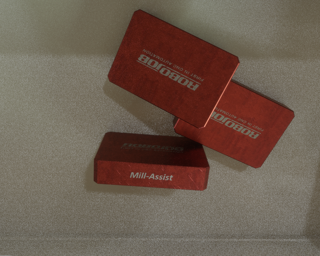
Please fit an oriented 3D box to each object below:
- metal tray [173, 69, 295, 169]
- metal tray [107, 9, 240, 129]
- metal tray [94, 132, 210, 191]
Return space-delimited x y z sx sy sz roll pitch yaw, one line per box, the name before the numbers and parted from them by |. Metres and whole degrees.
metal tray | 0.094 -0.012 0.406 0.131 0.030 0.089 24 108 -9
metal tray | 0.015 -0.068 0.363 0.130 0.030 0.089 29 107 8
metal tray | -0.010 0.039 0.390 0.131 0.090 0.030 4 110 -2
